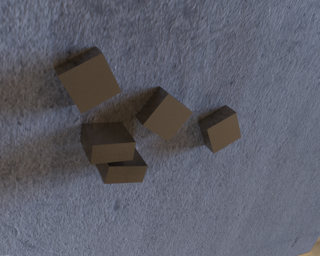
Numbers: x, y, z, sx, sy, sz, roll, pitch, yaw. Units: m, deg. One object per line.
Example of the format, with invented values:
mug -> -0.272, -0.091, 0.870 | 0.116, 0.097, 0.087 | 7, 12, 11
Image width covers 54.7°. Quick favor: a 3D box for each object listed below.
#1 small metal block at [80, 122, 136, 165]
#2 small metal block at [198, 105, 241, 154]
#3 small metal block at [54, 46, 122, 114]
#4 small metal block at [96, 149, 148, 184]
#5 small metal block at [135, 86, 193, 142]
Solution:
small metal block -> -0.063, 0.016, 0.368 | 0.050, 0.050, 0.025 | -3, 120, -27
small metal block -> 0.089, 0.002, 0.459 | 0.050, 0.025, 0.050 | -30, 129, -10
small metal block -> -0.077, -0.052, 0.334 | 0.050, 0.025, 0.050 | -30, 129, -9
small metal block -> -0.051, 0.044, 0.392 | 0.050, 0.050, 0.025 | 4, 117, -31
small metal block -> 0.006, -0.018, 0.401 | 0.050, 0.025, 0.050 | 33, 100, -39
